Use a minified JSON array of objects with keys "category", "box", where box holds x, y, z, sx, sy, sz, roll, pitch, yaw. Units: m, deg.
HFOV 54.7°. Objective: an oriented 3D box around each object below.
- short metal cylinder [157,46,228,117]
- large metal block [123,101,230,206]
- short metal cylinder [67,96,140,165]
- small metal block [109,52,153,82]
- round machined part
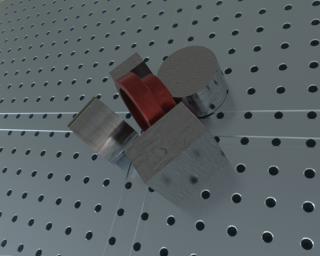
[{"category":"short metal cylinder","box":[0.043,-0.060,0.405,0.080,0.050,0.080,-13,56,20]},{"category":"large metal block","box":[0.021,0.031,0.343,0.080,0.080,0.050,-40,51,1]},{"category":"short metal cylinder","box":[-0.073,0.003,0.407,0.080,0.080,0.050,35,82,38]},{"category":"small metal block","box":[-0.038,-0.074,0.456,0.050,0.050,0.025,-36,52,4]},{"category":"round machined part","box":[-0.011,-0.028,0.384,0.042,0.098,0.098,-34,51,-10]}]
